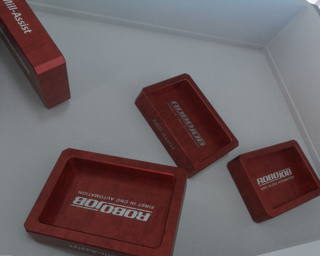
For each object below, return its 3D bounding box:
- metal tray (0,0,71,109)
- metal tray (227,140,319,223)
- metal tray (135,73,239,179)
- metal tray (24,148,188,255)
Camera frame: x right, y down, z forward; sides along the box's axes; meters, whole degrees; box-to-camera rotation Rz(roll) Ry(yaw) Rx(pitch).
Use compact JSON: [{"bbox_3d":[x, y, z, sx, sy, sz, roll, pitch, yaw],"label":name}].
[{"bbox_3d":[-0.147,-0.094,0.338,0.030,0.090,0.130,-32,79,-21],"label":"metal tray"},{"bbox_3d":[0.170,0.072,0.449,0.131,0.030,0.090,-10,67,-32],"label":"metal tray"},{"bbox_3d":[0.038,-0.007,0.426,0.091,0.030,0.130,-26,76,-37],"label":"metal tray"},{"bbox_3d":[-0.046,0.073,0.295,0.131,0.030,0.090,9,52,10],"label":"metal tray"}]
